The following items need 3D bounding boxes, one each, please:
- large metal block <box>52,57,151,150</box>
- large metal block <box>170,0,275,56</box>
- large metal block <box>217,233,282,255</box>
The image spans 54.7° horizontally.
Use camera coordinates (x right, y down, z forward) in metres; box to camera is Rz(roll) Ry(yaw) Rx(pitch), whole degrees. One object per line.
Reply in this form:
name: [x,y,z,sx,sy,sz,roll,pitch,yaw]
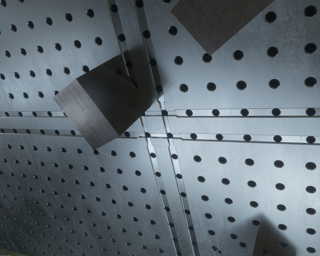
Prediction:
large metal block: [-0.070,-0.032,0.391,0.050,0.080,0.080,-27,104,37]
large metal block: [0.067,-0.117,0.267,0.050,0.080,0.080,48,129,-6]
large metal block: [0.137,0.212,0.454,0.080,0.050,0.080,44,129,-3]
